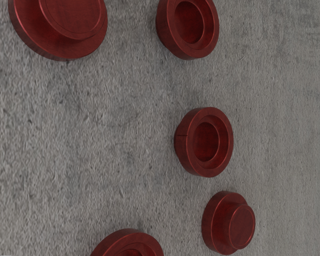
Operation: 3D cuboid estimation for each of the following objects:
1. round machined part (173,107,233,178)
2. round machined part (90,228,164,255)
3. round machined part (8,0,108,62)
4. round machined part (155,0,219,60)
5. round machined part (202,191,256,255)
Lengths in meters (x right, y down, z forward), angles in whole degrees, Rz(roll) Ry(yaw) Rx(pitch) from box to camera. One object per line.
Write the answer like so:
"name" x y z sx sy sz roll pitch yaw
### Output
"round machined part" 0.058 0.019 0.442 0.099 0.042 0.097 0 90 -40
"round machined part" -0.045 0.165 0.356 0.099 0.042 0.097 0 90 -40
"round machined part" -0.095 -0.120 0.313 0.099 0.042 0.097 0 90 -40
"round machined part" 0.033 -0.141 0.421 0.099 0.042 0.097 0 90 -40
"round machined part" 0.114 0.152 0.490 0.099 0.042 0.097 0 90 -40
